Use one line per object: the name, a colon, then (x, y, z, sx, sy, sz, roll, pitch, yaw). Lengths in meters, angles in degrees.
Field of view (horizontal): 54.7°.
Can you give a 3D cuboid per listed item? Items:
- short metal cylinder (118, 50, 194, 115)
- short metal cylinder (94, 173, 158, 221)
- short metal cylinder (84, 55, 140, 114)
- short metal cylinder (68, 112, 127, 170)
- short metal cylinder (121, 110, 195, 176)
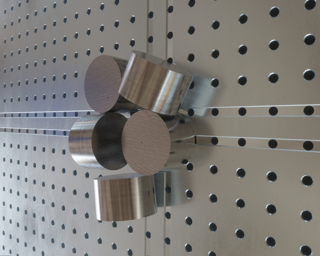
short metal cylinder: (-0.005, -0.056, 0.378, 0.080, 0.081, 0.050, 35, 111, 34)
short metal cylinder: (-0.045, 0.088, 0.410, 0.080, 0.081, 0.050, -8, 86, 40)
short metal cylinder: (-0.064, -0.061, 0.445, 0.080, 0.050, 0.079, 0, 91, 41)
short metal cylinder: (-0.081, 0.019, 0.442, 0.050, 0.081, 0.080, -3, 88, 39)
short metal cylinder: (-0.003, 0.018, 0.396, 0.080, 0.050, 0.079, 1, 91, 39)
